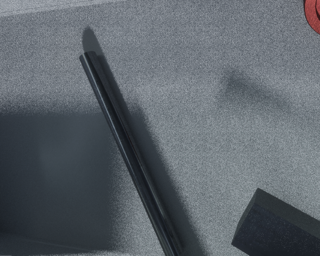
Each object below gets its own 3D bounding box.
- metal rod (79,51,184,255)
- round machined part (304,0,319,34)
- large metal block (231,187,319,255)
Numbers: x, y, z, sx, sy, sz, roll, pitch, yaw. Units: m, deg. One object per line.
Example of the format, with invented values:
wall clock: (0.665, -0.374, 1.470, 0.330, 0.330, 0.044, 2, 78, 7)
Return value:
metal rod: (-0.042, 0.030, 0.424, 0.025, 0.025, 0.299, -27, 81, 17)
round machined part: (0.199, -0.141, 0.313, 0.098, 0.098, 0.042, 1, 50, 19)
large metal block: (0.130, 0.114, 0.335, 0.080, 0.080, 0.050, 28, 99, 17)
